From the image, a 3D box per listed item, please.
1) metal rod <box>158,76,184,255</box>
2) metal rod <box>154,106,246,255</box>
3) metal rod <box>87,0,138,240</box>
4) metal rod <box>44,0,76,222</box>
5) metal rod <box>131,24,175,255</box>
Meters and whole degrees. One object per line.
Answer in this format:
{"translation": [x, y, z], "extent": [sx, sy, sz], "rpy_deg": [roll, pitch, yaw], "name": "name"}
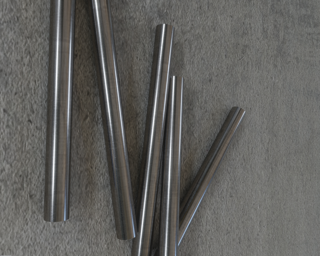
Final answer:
{"translation": [0.013, 0.080, 0.396], "extent": [0.025, 0.025, 0.299], "rpy_deg": [11, 77, -40], "name": "metal rod"}
{"translation": [0.057, 0.089, 0.452], "extent": [0.025, 0.025, 0.300], "rpy_deg": [47, 62, -30], "name": "metal rod"}
{"translation": [-0.055, -0.019, 0.358], "extent": [0.025, 0.025, 0.298], "rpy_deg": [-11, 97, -40], "name": "metal rod"}
{"translation": [-0.102, -0.057, 0.318], "extent": [0.025, 0.025, 0.298], "rpy_deg": [2, 89, -40], "name": "metal rod"}
{"translation": [-0.008, 0.015, 0.397], "extent": [0.025, 0.025, 0.298], "rpy_deg": [10, 84, -40], "name": "metal rod"}
